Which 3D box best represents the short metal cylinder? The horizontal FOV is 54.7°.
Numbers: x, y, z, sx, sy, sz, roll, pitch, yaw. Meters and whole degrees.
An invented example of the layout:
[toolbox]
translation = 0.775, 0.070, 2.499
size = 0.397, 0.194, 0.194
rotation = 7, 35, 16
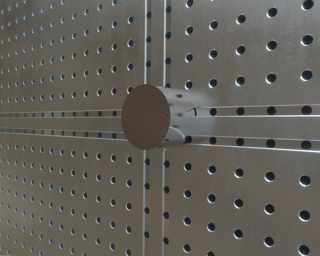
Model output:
[short metal cylinder]
translation = -0.003, -0.013, 0.394
size = 0.080, 0.050, 0.079
rotation = 0, 90, 39
